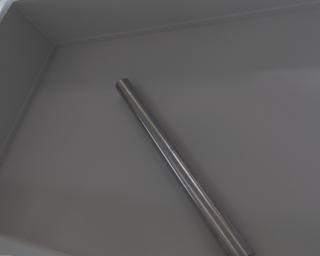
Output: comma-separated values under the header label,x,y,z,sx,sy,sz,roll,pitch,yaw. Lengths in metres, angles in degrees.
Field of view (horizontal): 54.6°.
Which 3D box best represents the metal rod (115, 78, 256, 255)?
label,x,y,z,sx,sy,sz,roll,pitch,yaw
metal rod,0.011,0.029,0.382,0.025,0.025,0.300,-38,51,3
